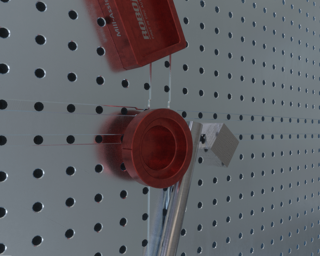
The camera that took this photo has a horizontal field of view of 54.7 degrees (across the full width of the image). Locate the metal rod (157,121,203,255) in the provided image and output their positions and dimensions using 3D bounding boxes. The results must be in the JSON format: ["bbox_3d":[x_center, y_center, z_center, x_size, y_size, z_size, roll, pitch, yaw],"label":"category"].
[{"bbox_3d":[0.017,0.136,0.424,0.025,0.025,0.299,21,77,-38],"label":"metal rod"}]

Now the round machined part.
[{"bbox_3d":[-0.008,0.025,0.392,0.099,0.042,0.097,0,90,-40],"label":"round machined part"}]

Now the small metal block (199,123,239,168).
[{"bbox_3d":[0.093,0.027,0.488,0.050,0.025,0.050,46,63,-31],"label":"small metal block"}]

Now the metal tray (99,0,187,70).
[{"bbox_3d":[-0.024,-0.148,0.385,0.091,0.030,0.129,-32,110,-35],"label":"metal tray"}]
